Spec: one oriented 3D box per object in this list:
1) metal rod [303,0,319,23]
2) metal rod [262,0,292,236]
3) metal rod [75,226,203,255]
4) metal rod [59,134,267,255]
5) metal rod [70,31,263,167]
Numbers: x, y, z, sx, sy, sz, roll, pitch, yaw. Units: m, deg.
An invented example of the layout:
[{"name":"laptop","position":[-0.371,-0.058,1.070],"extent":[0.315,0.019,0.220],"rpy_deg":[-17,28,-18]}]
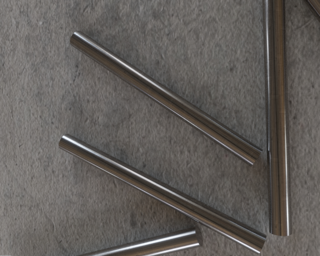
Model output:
[{"name":"metal rod","position":[0.195,-0.113,0.340],"extent":[0.025,0.025,0.299],"rpy_deg":[-33,80,17]},{"name":"metal rod","position":[0.136,-0.028,0.360],"extent":[0.025,0.025,0.298],"rpy_deg":[-2,89,19]},{"name":"metal rod","position":[-0.085,0.186,0.437],"extent":[0.300,0.025,0.025],"rpy_deg":[-20,84,18]},{"name":"metal rod","position":[-0.010,0.079,0.411],"extent":[0.301,0.025,0.025],"rpy_deg":[24,98,18]},{"name":"metal rod","position":[-0.003,-0.047,0.409],"extent":[0.300,0.025,0.025],"rpy_deg":[35,101,16]}]
